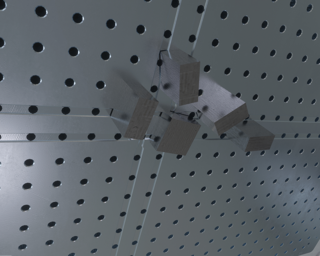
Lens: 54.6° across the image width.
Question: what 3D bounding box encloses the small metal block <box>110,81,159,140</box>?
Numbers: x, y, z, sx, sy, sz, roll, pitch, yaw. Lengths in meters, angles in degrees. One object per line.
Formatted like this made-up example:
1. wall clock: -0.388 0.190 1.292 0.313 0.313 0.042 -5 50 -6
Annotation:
1. small metal block: -0.031 -0.021 0.364 0.025 0.050 0.050 10 113 -33

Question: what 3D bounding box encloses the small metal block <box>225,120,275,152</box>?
1. small metal block: 0.137 0.011 0.476 0.050 0.050 0.025 -3 120 -27

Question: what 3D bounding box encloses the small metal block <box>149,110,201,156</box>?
1. small metal block: 0.021 0.007 0.426 0.050 0.025 0.050 12 112 -34

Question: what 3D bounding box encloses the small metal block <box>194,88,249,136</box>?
1. small metal block: 0.084 -0.023 0.426 0.050 0.050 0.025 -32 129 -7

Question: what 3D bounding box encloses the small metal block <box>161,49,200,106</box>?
1. small metal block: 0.023 -0.061 0.369 0.025 0.050 0.050 -14 124 -20
